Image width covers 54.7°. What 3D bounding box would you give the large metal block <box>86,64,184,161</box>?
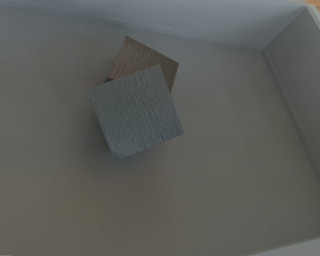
[{"bbox_3d":[-0.029,-0.019,0.348,0.080,0.050,0.080,-21,101,-8],"label":"large metal block"}]

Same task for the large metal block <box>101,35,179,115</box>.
[{"bbox_3d":[-0.028,-0.063,0.415,0.080,0.050,0.080,25,53,-13],"label":"large metal block"}]
